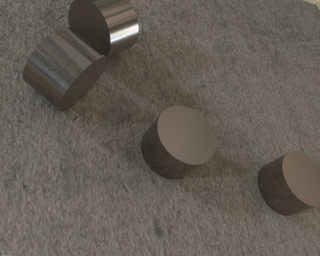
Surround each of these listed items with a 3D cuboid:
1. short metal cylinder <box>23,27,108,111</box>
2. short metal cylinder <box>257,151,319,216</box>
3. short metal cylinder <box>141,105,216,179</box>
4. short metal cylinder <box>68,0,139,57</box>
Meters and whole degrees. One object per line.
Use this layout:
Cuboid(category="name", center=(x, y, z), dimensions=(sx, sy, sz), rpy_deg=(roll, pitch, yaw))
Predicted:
Cuboid(category="short metal cylinder", center=(-0.106, -0.066, 0.353), dimensions=(0.050, 0.080, 0.080), rpy_deg=(40, 51, -1))
Cuboid(category="short metal cylinder", center=(0.189, 0.080, 0.444), dimensions=(0.081, 0.050, 0.080), rpy_deg=(14, 56, -21))
Cuboid(category="short metal cylinder", center=(0.023, 0.019, 0.390), dimensions=(0.081, 0.050, 0.080), rpy_deg=(14, 56, -21))
Cuboid(category="short metal cylinder", center=(-0.075, -0.136, 0.412), dimensions=(0.080, 0.080, 0.050), rpy_deg=(49, 51, 6))
